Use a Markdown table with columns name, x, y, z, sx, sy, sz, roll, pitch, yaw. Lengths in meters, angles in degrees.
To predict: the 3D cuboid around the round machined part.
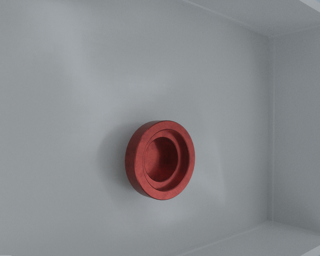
| name | x | y | z | sx | sy | sz | roll | pitch | yaw |
| --- | --- | --- | --- | --- | --- | --- | --- | --- | --- |
| round machined part | -0.004 | 0.039 | 0.394 | 0.099 | 0.042 | 0.097 | 0 | 90 | -40 |
